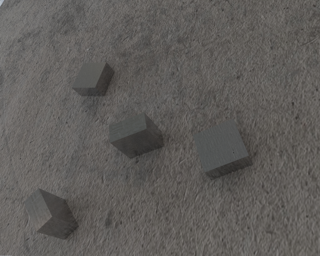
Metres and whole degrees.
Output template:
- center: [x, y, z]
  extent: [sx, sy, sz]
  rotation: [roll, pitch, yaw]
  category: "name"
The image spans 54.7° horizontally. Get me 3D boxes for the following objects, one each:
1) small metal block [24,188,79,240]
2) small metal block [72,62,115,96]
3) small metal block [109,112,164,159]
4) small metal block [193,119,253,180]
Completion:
- center: [-0.137, 0.109, 0.393]
  extent: [0.025, 0.050, 0.050]
  rotation: [-44, 51, -2]
  category: "small metal block"
- center: [-0.110, -0.080, 0.511]
  extent: [0.050, 0.025, 0.050]
  rotation: [4, 64, 30]
  category: "small metal block"
- center: [-0.030, 0.011, 0.397]
  extent: [0.050, 0.050, 0.025]
  rotation: [-21, 54, 16]
  category: "small metal block"
- center: [0.071, 0.024, 0.352]
  extent: [0.050, 0.025, 0.050]
  rotation: [-23, 53, 14]
  category: "small metal block"
